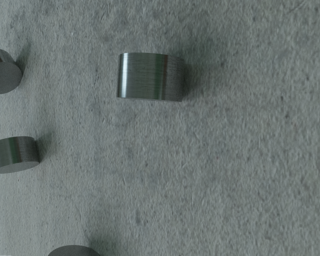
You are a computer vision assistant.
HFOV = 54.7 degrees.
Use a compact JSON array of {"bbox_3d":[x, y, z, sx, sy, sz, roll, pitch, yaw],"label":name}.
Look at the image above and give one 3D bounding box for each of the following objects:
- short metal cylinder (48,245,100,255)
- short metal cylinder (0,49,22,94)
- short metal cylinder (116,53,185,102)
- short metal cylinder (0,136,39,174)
[{"bbox_3d":[-0.136,0.226,0.478,0.080,0.081,0.050,17,101,38],"label":"short metal cylinder"},{"bbox_3d":[-0.337,-0.117,0.643,0.050,0.081,0.080,49,119,28],"label":"short metal cylinder"},{"bbox_3d":[-0.011,-0.059,0.377,0.080,0.081,0.050,7,95,39],"label":"short metal cylinder"},{"bbox_3d":[-0.280,0.053,0.596,0.080,0.081,0.050,-26,74,37],"label":"short metal cylinder"}]
